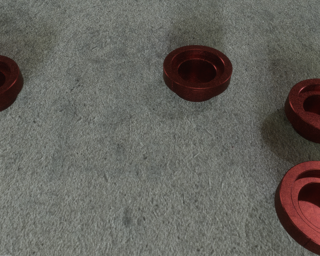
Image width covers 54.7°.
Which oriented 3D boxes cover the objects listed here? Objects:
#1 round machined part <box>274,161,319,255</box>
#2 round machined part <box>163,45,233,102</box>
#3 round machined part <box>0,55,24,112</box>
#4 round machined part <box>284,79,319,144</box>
[{"bbox_3d":[0.169,0.086,0.321,0.099,0.042,0.098,0,50,0],"label":"round machined part"},{"bbox_3d":[0.054,-0.076,0.456,0.099,0.042,0.098,0,50,0],"label":"round machined part"},{"bbox_3d":[-0.244,-0.057,0.437,0.099,0.042,0.098,1,51,-1],"label":"round machined part"},{"bbox_3d":[0.214,-0.018,0.408,0.099,0.042,0.098,0,50,0],"label":"round machined part"}]
